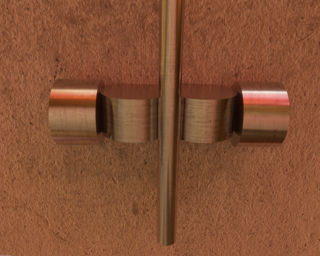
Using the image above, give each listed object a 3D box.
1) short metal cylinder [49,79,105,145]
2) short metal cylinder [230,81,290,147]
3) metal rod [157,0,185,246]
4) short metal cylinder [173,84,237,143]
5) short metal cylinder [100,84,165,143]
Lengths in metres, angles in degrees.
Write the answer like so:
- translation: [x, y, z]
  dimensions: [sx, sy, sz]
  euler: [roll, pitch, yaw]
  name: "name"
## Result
- translation: [-0.095, -0.019, 0.374]
  dimensions: [0.050, 0.080, 0.079]
  euler: [1, 110, -1]
  name: "short metal cylinder"
- translation: [0.116, -0.017, 0.377]
  dimensions: [0.050, 0.080, 0.079]
  euler: [1, 110, -1]
  name: "short metal cylinder"
- translation: [0.010, 0.003, 0.347]
  dimensions: [0.025, 0.025, 0.298]
  euler: [1, 110, -1]
  name: "metal rod"
- translation: [0.050, -0.020, 0.374]
  dimensions: [0.081, 0.080, 0.050]
  euler: [1, 110, -1]
  name: "short metal cylinder"
- translation: [-0.030, -0.021, 0.374]
  dimensions: [0.081, 0.080, 0.050]
  euler: [1, 110, -1]
  name: "short metal cylinder"
